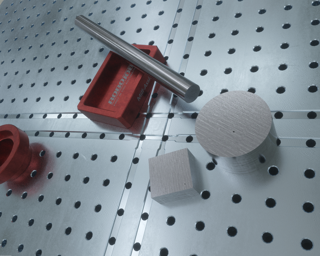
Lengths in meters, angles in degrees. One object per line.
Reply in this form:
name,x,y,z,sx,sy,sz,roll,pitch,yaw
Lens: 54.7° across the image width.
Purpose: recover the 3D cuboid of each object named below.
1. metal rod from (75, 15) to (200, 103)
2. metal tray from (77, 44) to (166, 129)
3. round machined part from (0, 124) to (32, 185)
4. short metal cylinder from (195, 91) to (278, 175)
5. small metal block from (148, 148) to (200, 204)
metal rod,-0.052,-0.116,0.465,0.025,0.025,0.300,-47,52,-5
metal tray,-0.059,-0.069,0.476,0.090,0.030,0.130,14,68,33
round machined part,-0.248,0.046,0.496,0.098,0.042,0.098,-13,56,20
short metal cylinder,0.085,0.006,0.344,0.080,0.050,0.080,-13,56,20
small metal block,0.016,0.057,0.364,0.050,0.025,0.050,-17,55,17
